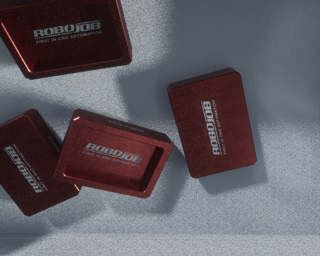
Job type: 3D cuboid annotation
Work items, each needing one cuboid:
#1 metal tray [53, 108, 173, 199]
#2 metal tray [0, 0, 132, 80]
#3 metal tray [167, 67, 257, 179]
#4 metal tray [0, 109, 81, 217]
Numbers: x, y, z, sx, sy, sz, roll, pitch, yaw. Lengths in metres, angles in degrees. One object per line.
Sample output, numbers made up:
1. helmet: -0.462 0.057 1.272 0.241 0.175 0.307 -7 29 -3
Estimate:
1. metal tray: -0.060 0.037 0.403 0.131 0.030 0.089 17 109 -22
2. metal tray: -0.104 -0.106 0.347 0.131 0.030 0.090 -8 138 3
3. metal tray: 0.069 -0.004 0.407 0.090 0.030 0.129 -15 110 5
4. metal tray: -0.178 0.050 0.425 0.090 0.030 0.130 -25 108 9
